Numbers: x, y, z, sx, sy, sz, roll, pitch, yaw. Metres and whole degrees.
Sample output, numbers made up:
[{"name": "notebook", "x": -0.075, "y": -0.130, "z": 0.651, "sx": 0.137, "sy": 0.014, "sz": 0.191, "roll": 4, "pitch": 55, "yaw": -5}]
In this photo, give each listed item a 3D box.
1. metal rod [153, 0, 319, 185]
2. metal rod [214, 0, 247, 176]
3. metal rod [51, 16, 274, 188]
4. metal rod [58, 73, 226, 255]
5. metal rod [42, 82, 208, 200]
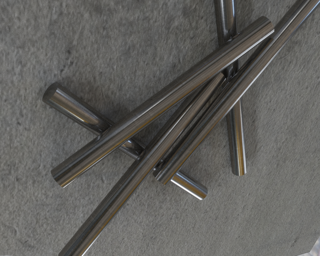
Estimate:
[{"name": "metal rod", "x": 0.094, "y": -0.047, "z": 0.397, "sx": 0.025, "sy": 0.025, "sz": 0.299, "roll": 33, "pitch": 100, "yaw": -39}, {"name": "metal rod", "x": 0.104, "y": -0.043, "z": 0.438, "sx": 0.025, "sy": 0.025, "sz": 0.298, "roll": -25, "pitch": 128, "yaw": -13}, {"name": "metal rod", "x": 0.006, "y": -0.033, "z": 0.357, "sx": 0.301, "sy": 0.025, "sz": 0.025, "roll": -37, "pitch": 130, "yaw": -4}, {"name": "metal rod", "x": -0.019, "y": 0.045, "z": 0.391, "sx": 0.300, "sy": 0.025, "sz": 0.025, "roll": -51, "pitch": 130, "yaw": -5}, {"name": "metal rod", "x": -0.023, "y": 0.035, "z": 0.417, "sx": 0.025, "sy": 0.025, "sz": 0.301, "roll": -48, "pitch": 130, "yaw": 5}]
